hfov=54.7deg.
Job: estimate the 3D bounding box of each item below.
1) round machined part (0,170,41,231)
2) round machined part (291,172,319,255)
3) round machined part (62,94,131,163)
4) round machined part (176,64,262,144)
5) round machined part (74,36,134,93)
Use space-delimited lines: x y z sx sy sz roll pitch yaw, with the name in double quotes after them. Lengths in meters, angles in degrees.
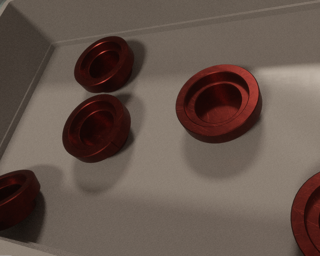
-0.211 0.102 0.421 0.098 0.042 0.098 -14 22 6 "round machined part"
0.164 0.082 0.255 0.098 0.042 0.098 -17 52 23 "round machined part"
-0.083 0.004 0.434 0.098 0.042 0.098 -13 56 20 "round machined part"
0.072 -0.025 0.372 0.098 0.042 0.098 -13 56 20 "round machined part"
-0.084 -0.096 0.496 0.098 0.042 0.098 -13 56 20 "round machined part"
